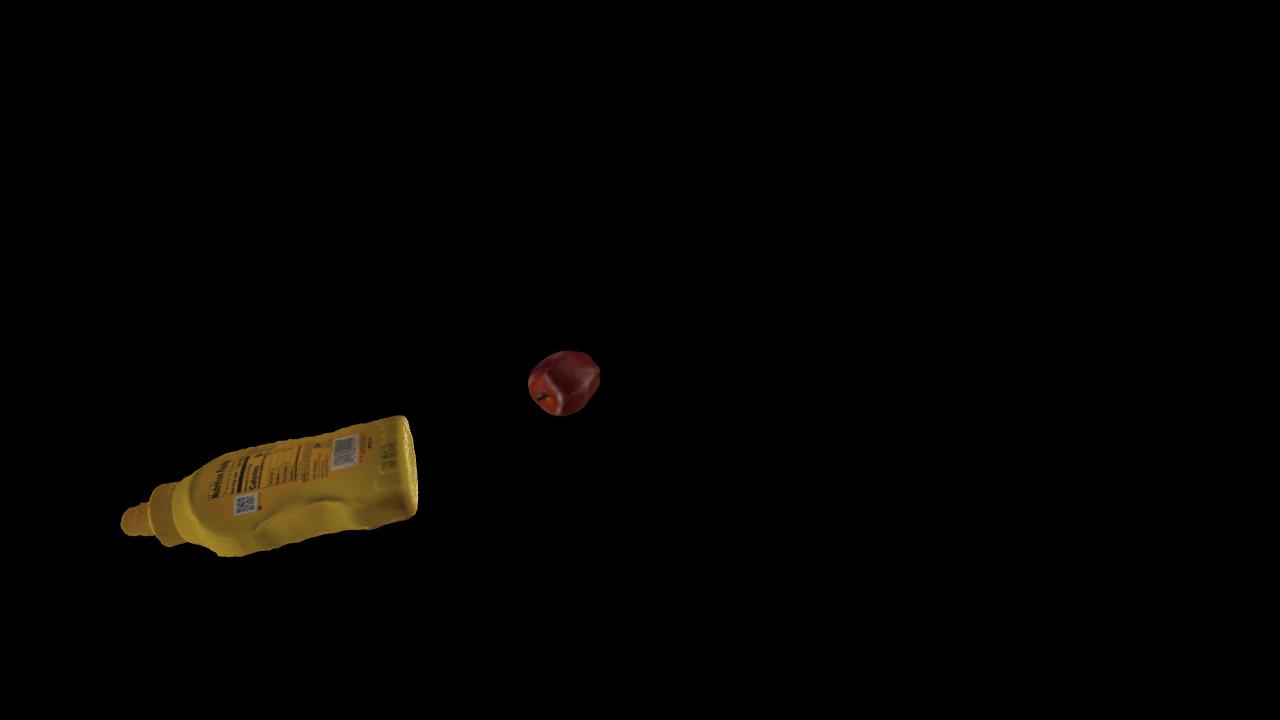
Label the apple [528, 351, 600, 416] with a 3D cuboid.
[{"bbox_3d":[-0.093,0.027,0.759,0.079,0.079,0.093,0,25,42],"label":"apple"}]

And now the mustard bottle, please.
[{"bbox_3d":[-0.256,0.092,0.434,0.184,0.054,0.092,-11,43,-15],"label":"mustard bottle"}]
